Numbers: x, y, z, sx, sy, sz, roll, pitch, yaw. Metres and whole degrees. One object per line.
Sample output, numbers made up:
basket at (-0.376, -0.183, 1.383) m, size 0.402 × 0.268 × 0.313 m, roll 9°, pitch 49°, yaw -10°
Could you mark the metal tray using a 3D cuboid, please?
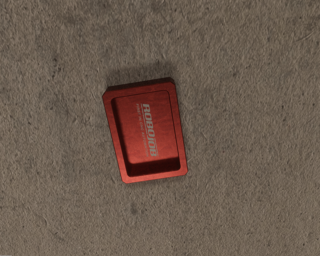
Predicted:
metal tray at (-0.016, 0.005, 0.408) m, size 0.091 × 0.030 × 0.129 m, roll -9°, pitch 110°, yaw 3°
